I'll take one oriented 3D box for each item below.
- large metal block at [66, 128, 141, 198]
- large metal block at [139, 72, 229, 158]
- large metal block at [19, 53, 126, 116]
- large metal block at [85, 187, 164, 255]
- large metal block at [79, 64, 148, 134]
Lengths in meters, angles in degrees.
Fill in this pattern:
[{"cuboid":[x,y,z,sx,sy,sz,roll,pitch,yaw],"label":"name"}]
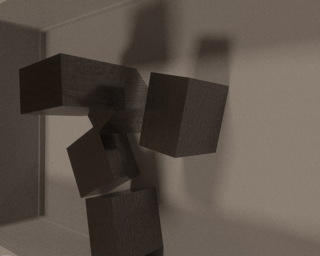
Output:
[{"cuboid":[-0.086,0.049,0.459,0.080,0.050,0.080,-33,70,34],"label":"large metal block"},{"cuboid":[0.028,-0.015,0.346,0.050,0.081,0.079,16,100,38],"label":"large metal block"},{"cuboid":[-0.097,-0.043,0.344,0.080,0.081,0.050,-5,87,39],"label":"large metal block"},{"cuboid":[-0.045,0.125,0.406,0.050,0.081,0.080,-13,82,39],"label":"large metal block"},{"cuboid":[-0.056,-0.040,0.415,0.050,0.081,0.080,-46,63,30],"label":"large metal block"}]
